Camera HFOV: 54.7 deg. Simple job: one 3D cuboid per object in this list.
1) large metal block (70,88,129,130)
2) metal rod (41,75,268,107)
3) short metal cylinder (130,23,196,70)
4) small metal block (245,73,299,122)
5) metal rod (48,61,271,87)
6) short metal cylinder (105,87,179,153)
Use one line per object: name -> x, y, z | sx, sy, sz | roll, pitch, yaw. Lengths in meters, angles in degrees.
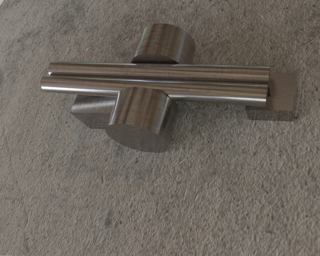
large metal block -> -0.072, -0.044, 0.454 | 0.080, 0.050, 0.080 | 2, 63, 29
metal rod -> -0.023, -0.049, 0.390 | 0.301, 0.025, 0.025 | 6, 64, 22
short metal cylinder -> 0.005, -0.096, 0.426 | 0.080, 0.080, 0.050 | 2, 63, 29
small metal block -> 0.131, -0.035, 0.359 | 0.050, 0.025, 0.050 | 3, 63, 30
metal rod -> -0.017, -0.071, 0.400 | 0.301, 0.025, 0.025 | 6, 64, 22
short metal cylinder -> -0.021, -0.008, 0.386 | 0.080, 0.080, 0.050 | 2, 63, 29
